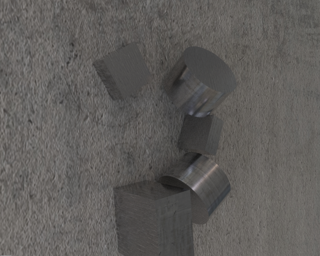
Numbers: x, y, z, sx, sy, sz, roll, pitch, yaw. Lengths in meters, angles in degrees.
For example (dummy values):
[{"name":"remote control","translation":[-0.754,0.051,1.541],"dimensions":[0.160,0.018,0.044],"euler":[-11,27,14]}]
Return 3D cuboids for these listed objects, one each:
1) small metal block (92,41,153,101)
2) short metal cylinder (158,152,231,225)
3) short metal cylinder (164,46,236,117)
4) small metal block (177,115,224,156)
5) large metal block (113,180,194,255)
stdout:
[{"name":"small metal block","translation":[-0.043,-0.067,0.368],"dimensions":[0.050,0.025,0.050],"euler":[-40,115,-32]},{"name":"short metal cylinder","translation":[0.044,0.078,0.406],"dimensions":[0.050,0.080,0.080],"euler":[-40,115,-33]},{"name":"short metal cylinder","translation":[0.052,-0.061,0.408],"dimensions":[0.081,0.050,0.080],"euler":[19,45,-21]},{"name":"small metal block","translation":[0.056,0.009,0.434],"dimensions":[0.025,0.050,0.050],"euler":[27,73,-41]},{"name":"large metal block","translation":[-0.009,0.110,0.362],"dimensions":[0.050,0.080,0.079],"euler":[-7,95,-40]}]
